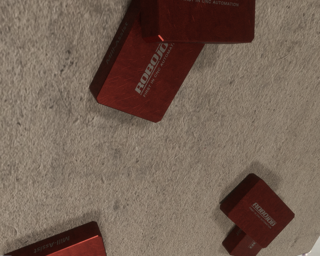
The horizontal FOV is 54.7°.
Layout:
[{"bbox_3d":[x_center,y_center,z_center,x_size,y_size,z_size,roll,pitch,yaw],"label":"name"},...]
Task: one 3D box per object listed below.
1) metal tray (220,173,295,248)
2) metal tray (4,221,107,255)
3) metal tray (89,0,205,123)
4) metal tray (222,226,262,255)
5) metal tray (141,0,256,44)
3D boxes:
[{"bbox_3d":[0.184,0.157,0.580,0.090,0.030,0.130,-47,115,-1],"label":"metal tray"},{"bbox_3d":[-0.145,0.196,0.447,0.131,0.030,0.089,-17,125,-19],"label":"metal tray"},{"bbox_3d":[-0.011,-0.077,0.351,0.091,0.030,0.129,19,108,-36],"label":"metal tray"},{"bbox_3d":[0.201,0.212,0.649,0.090,0.030,0.129,26,104,-38],"label":"metal tray"},{"bbox_3d":[0.043,-0.133,0.317,0.131,0.030,0.089,-10,104,-33],"label":"metal tray"}]
